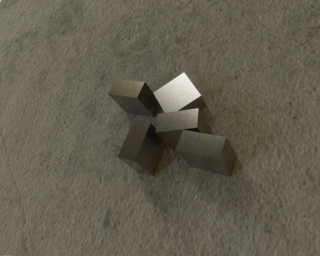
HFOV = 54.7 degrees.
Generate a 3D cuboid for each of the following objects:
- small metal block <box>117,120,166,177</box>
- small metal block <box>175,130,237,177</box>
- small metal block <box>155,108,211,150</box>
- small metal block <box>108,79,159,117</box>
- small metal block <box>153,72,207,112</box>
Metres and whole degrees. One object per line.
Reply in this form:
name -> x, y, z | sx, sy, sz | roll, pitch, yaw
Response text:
small metal block -> -0.020, 0.025, 0.381 | 0.025, 0.050, 0.050 | 9, 66, 32
small metal block -> 0.052, 0.028, 0.342 | 0.050, 0.050, 0.025 | 10, 67, 32
small metal block -> 0.029, 0.003, 0.370 | 0.050, 0.050, 0.025 | -7, 59, 24
small metal block -> -0.035, -0.041, 0.430 | 0.050, 0.050, 0.025 | 11, 67, 32
small metal block -> 0.026, -0.038, 0.413 | 0.050, 0.025, 0.050 | -33, 52, 6
